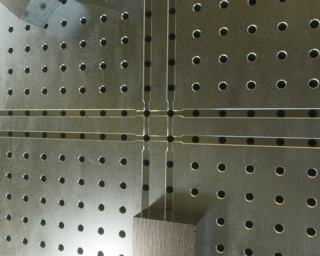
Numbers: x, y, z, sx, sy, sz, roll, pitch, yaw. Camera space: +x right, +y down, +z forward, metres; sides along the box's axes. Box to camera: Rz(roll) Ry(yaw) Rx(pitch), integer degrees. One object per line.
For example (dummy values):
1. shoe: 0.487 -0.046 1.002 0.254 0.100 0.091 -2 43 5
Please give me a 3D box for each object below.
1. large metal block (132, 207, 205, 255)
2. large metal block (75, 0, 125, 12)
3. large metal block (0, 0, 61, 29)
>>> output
1. large metal block: 0.012 0.151 0.395 0.080 0.050 0.080 2 91 20
2. large metal block: -0.088 -0.218 0.431 0.080 0.050 0.080 20 97 19
3. large metal block: -0.199 -0.213 0.470 0.080 0.050 0.080 41 103 15
